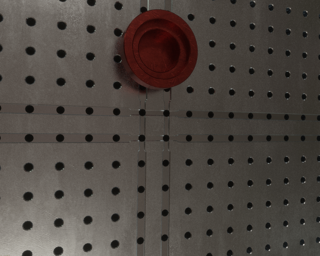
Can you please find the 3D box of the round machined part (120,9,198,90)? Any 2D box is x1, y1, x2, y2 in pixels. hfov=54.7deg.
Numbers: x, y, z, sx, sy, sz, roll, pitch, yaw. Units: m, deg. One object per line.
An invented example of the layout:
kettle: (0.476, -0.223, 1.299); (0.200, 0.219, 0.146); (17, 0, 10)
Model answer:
round machined part: (-0.004, -0.098, 0.403); (0.099, 0.042, 0.097); (0, 90, -21)
